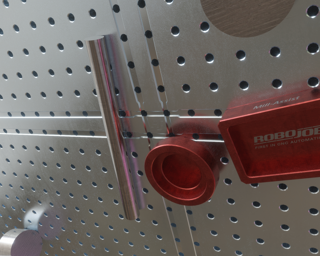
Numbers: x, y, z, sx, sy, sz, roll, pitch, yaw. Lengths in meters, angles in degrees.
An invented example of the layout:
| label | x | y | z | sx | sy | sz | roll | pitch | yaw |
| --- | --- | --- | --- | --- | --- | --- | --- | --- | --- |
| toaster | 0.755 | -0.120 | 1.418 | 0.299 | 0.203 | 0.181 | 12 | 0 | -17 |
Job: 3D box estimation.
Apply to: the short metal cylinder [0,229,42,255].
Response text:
| label | x | y | z | sx | sy | sz | roll | pitch | yaw |
| --- | --- | --- | --- | --- | --- | --- | --- | --- | --- |
| short metal cylinder | -0.323 | 0.276 | 0.717 | 0.050 | 0.080 | 0.080 | -8 | 115 | 32 |

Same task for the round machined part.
| label | x | y | z | sx | sy | sz | roll | pitch | yaw |
| --- | --- | --- | --- | --- | --- | --- | --- | --- | --- |
| round machined part | 0.032 | 0.053 | 0.416 | 0.098 | 0.042 | 0.097 | 13 | 124 | 21 |

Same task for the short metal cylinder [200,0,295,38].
| label | x | y | z | sx | sy | sz | roll | pitch | yaw |
| --- | --- | --- | --- | --- | --- | --- | --- | --- | --- |
| short metal cylinder | 0.081 | -0.126 | 0.274 | 0.080 | 0.050 | 0.079 | 13 | 124 | 21 |

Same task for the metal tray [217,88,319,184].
| label | x | y | z | sx | sy | sz | roll | pitch | yaw |
| --- | --- | --- | --- | --- | --- | --- | --- | --- | --- |
| metal tray | 0.141 | 0.012 | 0.340 | 0.130 | 0.030 | 0.090 | -13 | 112 | 33 |

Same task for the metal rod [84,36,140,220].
| label | x | y | z | sx | sy | sz | roll | pitch | yaw |
| --- | --- | --- | --- | --- | --- | --- | --- | --- | --- |
| metal rod | -0.064 | 0.018 | 0.456 | 0.025 | 0.025 | 0.298 | 7 | 122 | 25 |
